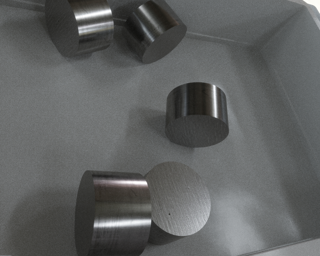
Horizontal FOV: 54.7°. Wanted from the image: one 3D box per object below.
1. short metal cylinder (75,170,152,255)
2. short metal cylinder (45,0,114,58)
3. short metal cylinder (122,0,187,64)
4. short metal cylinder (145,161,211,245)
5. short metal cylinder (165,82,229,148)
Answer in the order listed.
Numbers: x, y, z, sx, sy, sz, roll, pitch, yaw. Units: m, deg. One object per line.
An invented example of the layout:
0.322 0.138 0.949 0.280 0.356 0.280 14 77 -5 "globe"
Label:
-0.048 0.082 0.296 0.050 0.080 0.080 7 59 -25 "short metal cylinder"
-0.104 -0.135 0.398 0.050 0.080 0.080 -26 76 -37 "short metal cylinder"
-0.008 -0.140 0.453 0.081 0.080 0.050 -30 79 -38 "short metal cylinder"
0.008 0.084 0.345 0.081 0.050 0.080 14 56 -21 "short metal cylinder"
0.048 -0.015 0.407 0.081 0.080 0.050 16 55 -20 "short metal cylinder"
